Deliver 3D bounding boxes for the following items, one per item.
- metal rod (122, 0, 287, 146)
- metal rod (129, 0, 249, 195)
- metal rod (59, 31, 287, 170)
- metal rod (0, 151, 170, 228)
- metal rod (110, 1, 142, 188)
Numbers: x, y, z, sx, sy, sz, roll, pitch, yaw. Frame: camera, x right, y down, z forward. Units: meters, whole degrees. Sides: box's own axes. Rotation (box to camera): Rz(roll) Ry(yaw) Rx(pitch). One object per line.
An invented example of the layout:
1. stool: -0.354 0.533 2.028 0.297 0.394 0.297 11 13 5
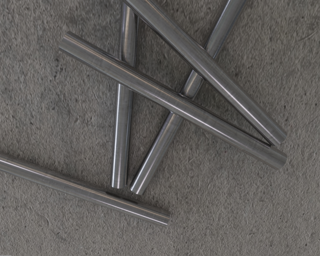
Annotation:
1. metal rod: 0.039 -0.083 0.351 0.300 0.025 0.025 41 105 -14
2. metal rod: 0.033 -0.039 0.395 0.025 0.025 0.298 24 108 -9
3. metal rod: 0.024 -0.027 0.372 0.301 0.025 0.025 28 108 -10
4. metal rod: -0.128 0.081 0.438 0.302 0.025 0.025 21 109 -8
5. metal rod: -0.042 -0.060 0.387 0.025 0.025 0.298 6 110 -2
